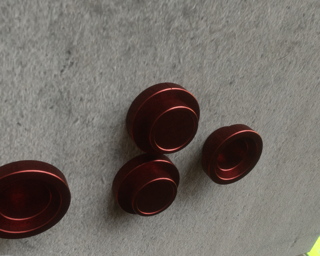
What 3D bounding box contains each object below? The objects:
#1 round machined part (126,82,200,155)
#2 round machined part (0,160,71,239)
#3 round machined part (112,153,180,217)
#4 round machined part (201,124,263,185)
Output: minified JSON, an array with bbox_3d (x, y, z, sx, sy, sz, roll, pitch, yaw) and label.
[{"bbox_3d":[0.010,-0.006,0.399,0.099,0.042,0.097,-14,125,-21],"label":"round machined part"},{"bbox_3d":[-0.157,0.077,0.358,0.099,0.042,0.097,-14,125,-21],"label":"round machined part"},{"bbox_3d":[-0.015,0.087,0.443,0.099,0.042,0.097,-14,125,-21],"label":"round machined part"},{"bbox_3d":[0.106,0.036,0.478,0.099,0.042,0.097,-14,125,-21],"label":"round machined part"}]
